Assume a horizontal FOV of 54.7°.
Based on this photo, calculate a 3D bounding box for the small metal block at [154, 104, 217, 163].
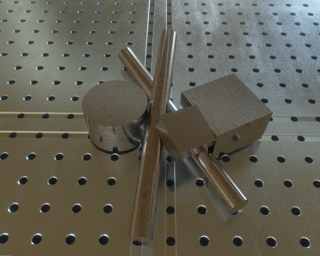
[{"bbox_3d":[0.029,0.006,0.357,0.050,0.025,0.050,-17,67,-24],"label":"small metal block"}]

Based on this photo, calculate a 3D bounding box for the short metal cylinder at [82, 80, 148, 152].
[{"bbox_3d":[-0.056,-0.016,0.400,0.081,0.050,0.080,1,50,0],"label":"short metal cylinder"}]

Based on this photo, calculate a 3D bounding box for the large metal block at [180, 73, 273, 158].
[{"bbox_3d":[0.081,-0.016,0.400,0.081,0.050,0.080,-21,53,-17],"label":"large metal block"}]

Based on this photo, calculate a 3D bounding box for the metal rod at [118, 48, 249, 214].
[{"bbox_3d":[0.015,-0.017,0.417,0.025,0.025,0.300,-22,54,-18],"label":"metal rod"}]

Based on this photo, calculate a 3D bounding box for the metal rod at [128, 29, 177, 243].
[{"bbox_3d":[-0.003,-0.014,0.389,0.025,0.025,0.300,5,58,4],"label":"metal rod"}]
